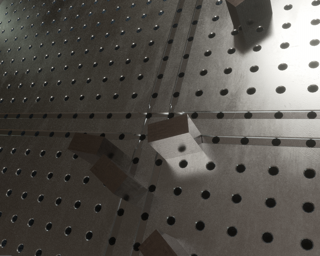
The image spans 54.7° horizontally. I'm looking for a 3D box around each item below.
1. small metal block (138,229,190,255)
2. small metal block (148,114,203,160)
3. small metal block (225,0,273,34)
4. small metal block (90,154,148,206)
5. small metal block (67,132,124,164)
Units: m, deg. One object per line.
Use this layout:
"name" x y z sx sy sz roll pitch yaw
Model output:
"small metal block" 0.012 0.132 0.304 0.025 0.050 0.050 -46 51 -3
"small metal block" 0.019 0.012 0.374 0.050 0.050 0.025 -15 56 19
"small metal block" 0.124 -0.170 0.430 0.050 0.050 0.025 -36 52 4
"small metal block" -0.050 0.064 0.378 0.050 0.050 0.025 34 81 38
"small metal block" -0.085 0.031 0.416 0.050 0.050 0.025 7 65 31
